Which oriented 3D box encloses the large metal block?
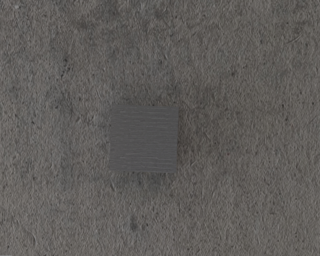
[{"bbox_3d":[-0.019,0.013,0.397,0.080,0.050,0.080,2,90,0],"label":"large metal block"}]
